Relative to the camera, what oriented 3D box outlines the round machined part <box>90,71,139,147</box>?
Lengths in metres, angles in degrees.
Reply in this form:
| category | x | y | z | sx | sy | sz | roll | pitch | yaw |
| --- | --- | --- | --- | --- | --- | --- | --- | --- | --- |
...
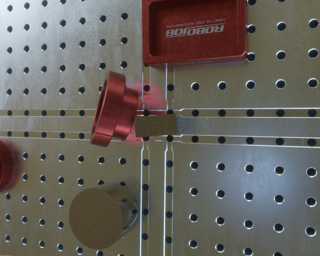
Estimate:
| category | x | y | z | sx | sy | sz | roll | pitch | yaw |
| --- | --- | --- | --- | --- | --- | --- | --- | --- | --- |
| round machined part | -0.058 | -0.022 | 0.404 | 0.042 | 0.098 | 0.097 | 14 | 96 | -16 |

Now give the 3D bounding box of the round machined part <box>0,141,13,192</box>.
| category | x | y | z | sx | sy | sz | roll | pitch | yaw |
| --- | --- | --- | --- | --- | --- | --- | --- | --- | --- |
| round machined part | -0.296 | 0.065 | 0.508 | 0.098 | 0.042 | 0.097 | 0 | 90 | 20 |

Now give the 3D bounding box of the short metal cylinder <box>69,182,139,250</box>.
| category | x | y | z | sx | sy | sz | roll | pitch | yaw |
| --- | --- | --- | --- | --- | --- | --- | --- | --- | --- |
| short metal cylinder | -0.076 | 0.118 | 0.426 | 0.080 | 0.050 | 0.080 | 0 | 90 | 20 |

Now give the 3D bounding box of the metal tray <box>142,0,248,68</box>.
| category | x | y | z | sx | sy | sz | roll | pitch | yaw |
| --- | --- | --- | --- | --- | --- | --- | --- | --- | --- |
| metal tray | 0.043 | -0.128 | 0.394 | 0.130 | 0.030 | 0.089 | -1 | 90 | 20 |

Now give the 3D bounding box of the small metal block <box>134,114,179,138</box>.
| category | x | y | z | sx | sy | sz | roll | pitch | yaw |
| --- | --- | --- | --- | --- | --- | --- | --- | --- | --- |
| small metal block | -0.003 | -0.002 | 0.394 | 0.050 | 0.050 | 0.025 | -5 | 89 | 5 |
